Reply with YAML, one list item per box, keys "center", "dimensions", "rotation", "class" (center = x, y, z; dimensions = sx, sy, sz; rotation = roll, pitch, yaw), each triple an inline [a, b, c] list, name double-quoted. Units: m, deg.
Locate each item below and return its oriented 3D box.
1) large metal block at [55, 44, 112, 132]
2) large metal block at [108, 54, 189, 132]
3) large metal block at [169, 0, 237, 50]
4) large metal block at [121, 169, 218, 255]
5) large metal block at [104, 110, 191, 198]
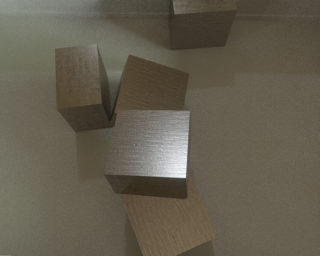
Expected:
- center: [-0.095, -0.048, 0.397]
  dimensions: [0.050, 0.080, 0.080]
  rotation: [-8, 70, -3]
  class: "large metal block"
- center: [-0.014, -0.037, 0.399]
  dimensions: [0.081, 0.050, 0.080]
  rotation: [15, 70, -12]
  class: "large metal block"
- center: [0.056, -0.157, 0.439]
  dimensions: [0.081, 0.080, 0.050]
  rotation: [-5, 70, -2]
  class: "large metal block"
- center: [0.009, 0.103, 0.359]
  dimensions: [0.080, 0.050, 0.080]
  rotation: [-21, 72, -8]
  class: "large metal block"
- center: [-0.009, 0.027, 0.341]
  dimensions: [0.080, 0.050, 0.080]
  rotation: [1, 56, 8]
  class: "large metal block"
